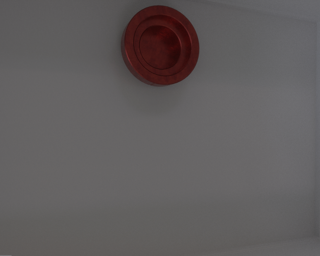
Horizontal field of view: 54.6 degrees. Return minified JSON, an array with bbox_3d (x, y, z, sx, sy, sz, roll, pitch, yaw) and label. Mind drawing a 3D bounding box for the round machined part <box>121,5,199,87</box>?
[{"bbox_3d":[-0.003,-0.102,0.400,0.099,0.042,0.097,0,90,-20],"label":"round machined part"}]
